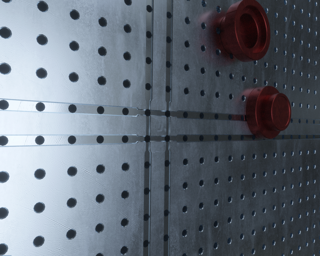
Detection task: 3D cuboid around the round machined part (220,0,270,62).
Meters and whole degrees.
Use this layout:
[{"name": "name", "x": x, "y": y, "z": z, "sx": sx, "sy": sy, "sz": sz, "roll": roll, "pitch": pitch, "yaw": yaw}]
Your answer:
[{"name": "round machined part", "x": 0.136, "y": -0.157, "z": 0.510, "sx": 0.099, "sy": 0.042, "sz": 0.097, "roll": 0, "pitch": 90, "yaw": -40}]

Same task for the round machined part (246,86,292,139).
[{"name": "round machined part", "x": 0.204, "y": -0.029, "z": 0.567, "sx": 0.099, "sy": 0.042, "sz": 0.097, "roll": 0, "pitch": 90, "yaw": -40}]
